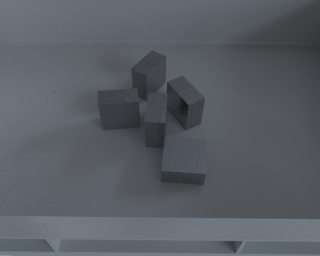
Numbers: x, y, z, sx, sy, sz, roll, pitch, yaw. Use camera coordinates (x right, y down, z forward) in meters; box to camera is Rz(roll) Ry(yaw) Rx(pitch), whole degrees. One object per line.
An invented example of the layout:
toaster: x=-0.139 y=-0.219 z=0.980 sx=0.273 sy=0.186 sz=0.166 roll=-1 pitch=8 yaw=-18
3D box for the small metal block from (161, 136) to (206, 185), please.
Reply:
small metal block: x=0.029 y=0.039 z=0.373 sx=0.050 sy=0.025 sz=0.050 roll=4 pitch=50 yaw=3

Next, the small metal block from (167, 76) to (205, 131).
small metal block: x=0.033 y=-0.033 z=0.417 sx=0.025 sy=0.050 sz=0.050 roll=-25 pitch=55 yaw=-19

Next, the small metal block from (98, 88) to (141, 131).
small metal block: x=-0.053 y=-0.024 z=0.408 sx=0.050 sy=0.050 sz=0.025 roll=-5 pitch=50 yaw=-4

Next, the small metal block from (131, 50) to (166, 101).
small metal block: x=-0.015 y=-0.076 z=0.453 sx=0.025 sy=0.050 sz=0.050 roll=27 pitch=55 yaw=20

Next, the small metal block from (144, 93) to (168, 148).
small metal block: x=-0.004 y=-0.009 z=0.397 sx=0.025 sy=0.050 sz=0.050 roll=3 pitch=50 yaw=2
